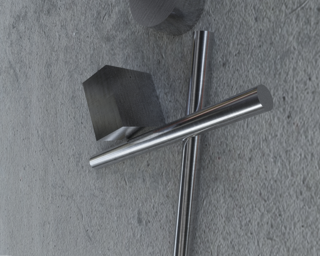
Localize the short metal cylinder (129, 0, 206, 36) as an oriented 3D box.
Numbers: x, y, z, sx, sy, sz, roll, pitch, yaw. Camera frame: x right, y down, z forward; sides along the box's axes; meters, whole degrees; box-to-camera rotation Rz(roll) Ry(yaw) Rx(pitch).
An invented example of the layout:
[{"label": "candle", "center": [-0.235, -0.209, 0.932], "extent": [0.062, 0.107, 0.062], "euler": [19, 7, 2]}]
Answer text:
[{"label": "short metal cylinder", "center": [0.009, -0.159, 0.382], "extent": [0.080, 0.050, 0.080], "euler": [0, 90, 40]}]

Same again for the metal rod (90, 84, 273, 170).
[{"label": "metal rod", "center": [-0.003, 0.013, 0.380], "extent": [0.299, 0.025, 0.025], "euler": [-23, 76, 46]}]

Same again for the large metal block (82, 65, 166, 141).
[{"label": "large metal block", "center": [-0.045, -0.030, 0.407], "extent": [0.050, 0.081, 0.080], "euler": [-27, 73, 37]}]

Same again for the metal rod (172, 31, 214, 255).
[{"label": "metal rod", "center": [0.038, 0.037, 0.373], "extent": [0.025, 0.025, 0.298], "euler": [8, 95, 39]}]
